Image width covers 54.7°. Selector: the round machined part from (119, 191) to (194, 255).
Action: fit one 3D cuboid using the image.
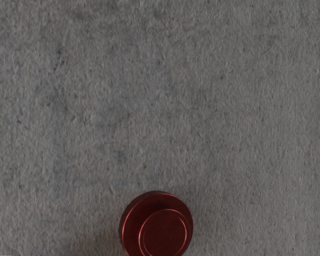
[{"bbox_3d":[0.000,0.134,0.401,0.099,0.042,0.097,0,90,-21],"label":"round machined part"}]
